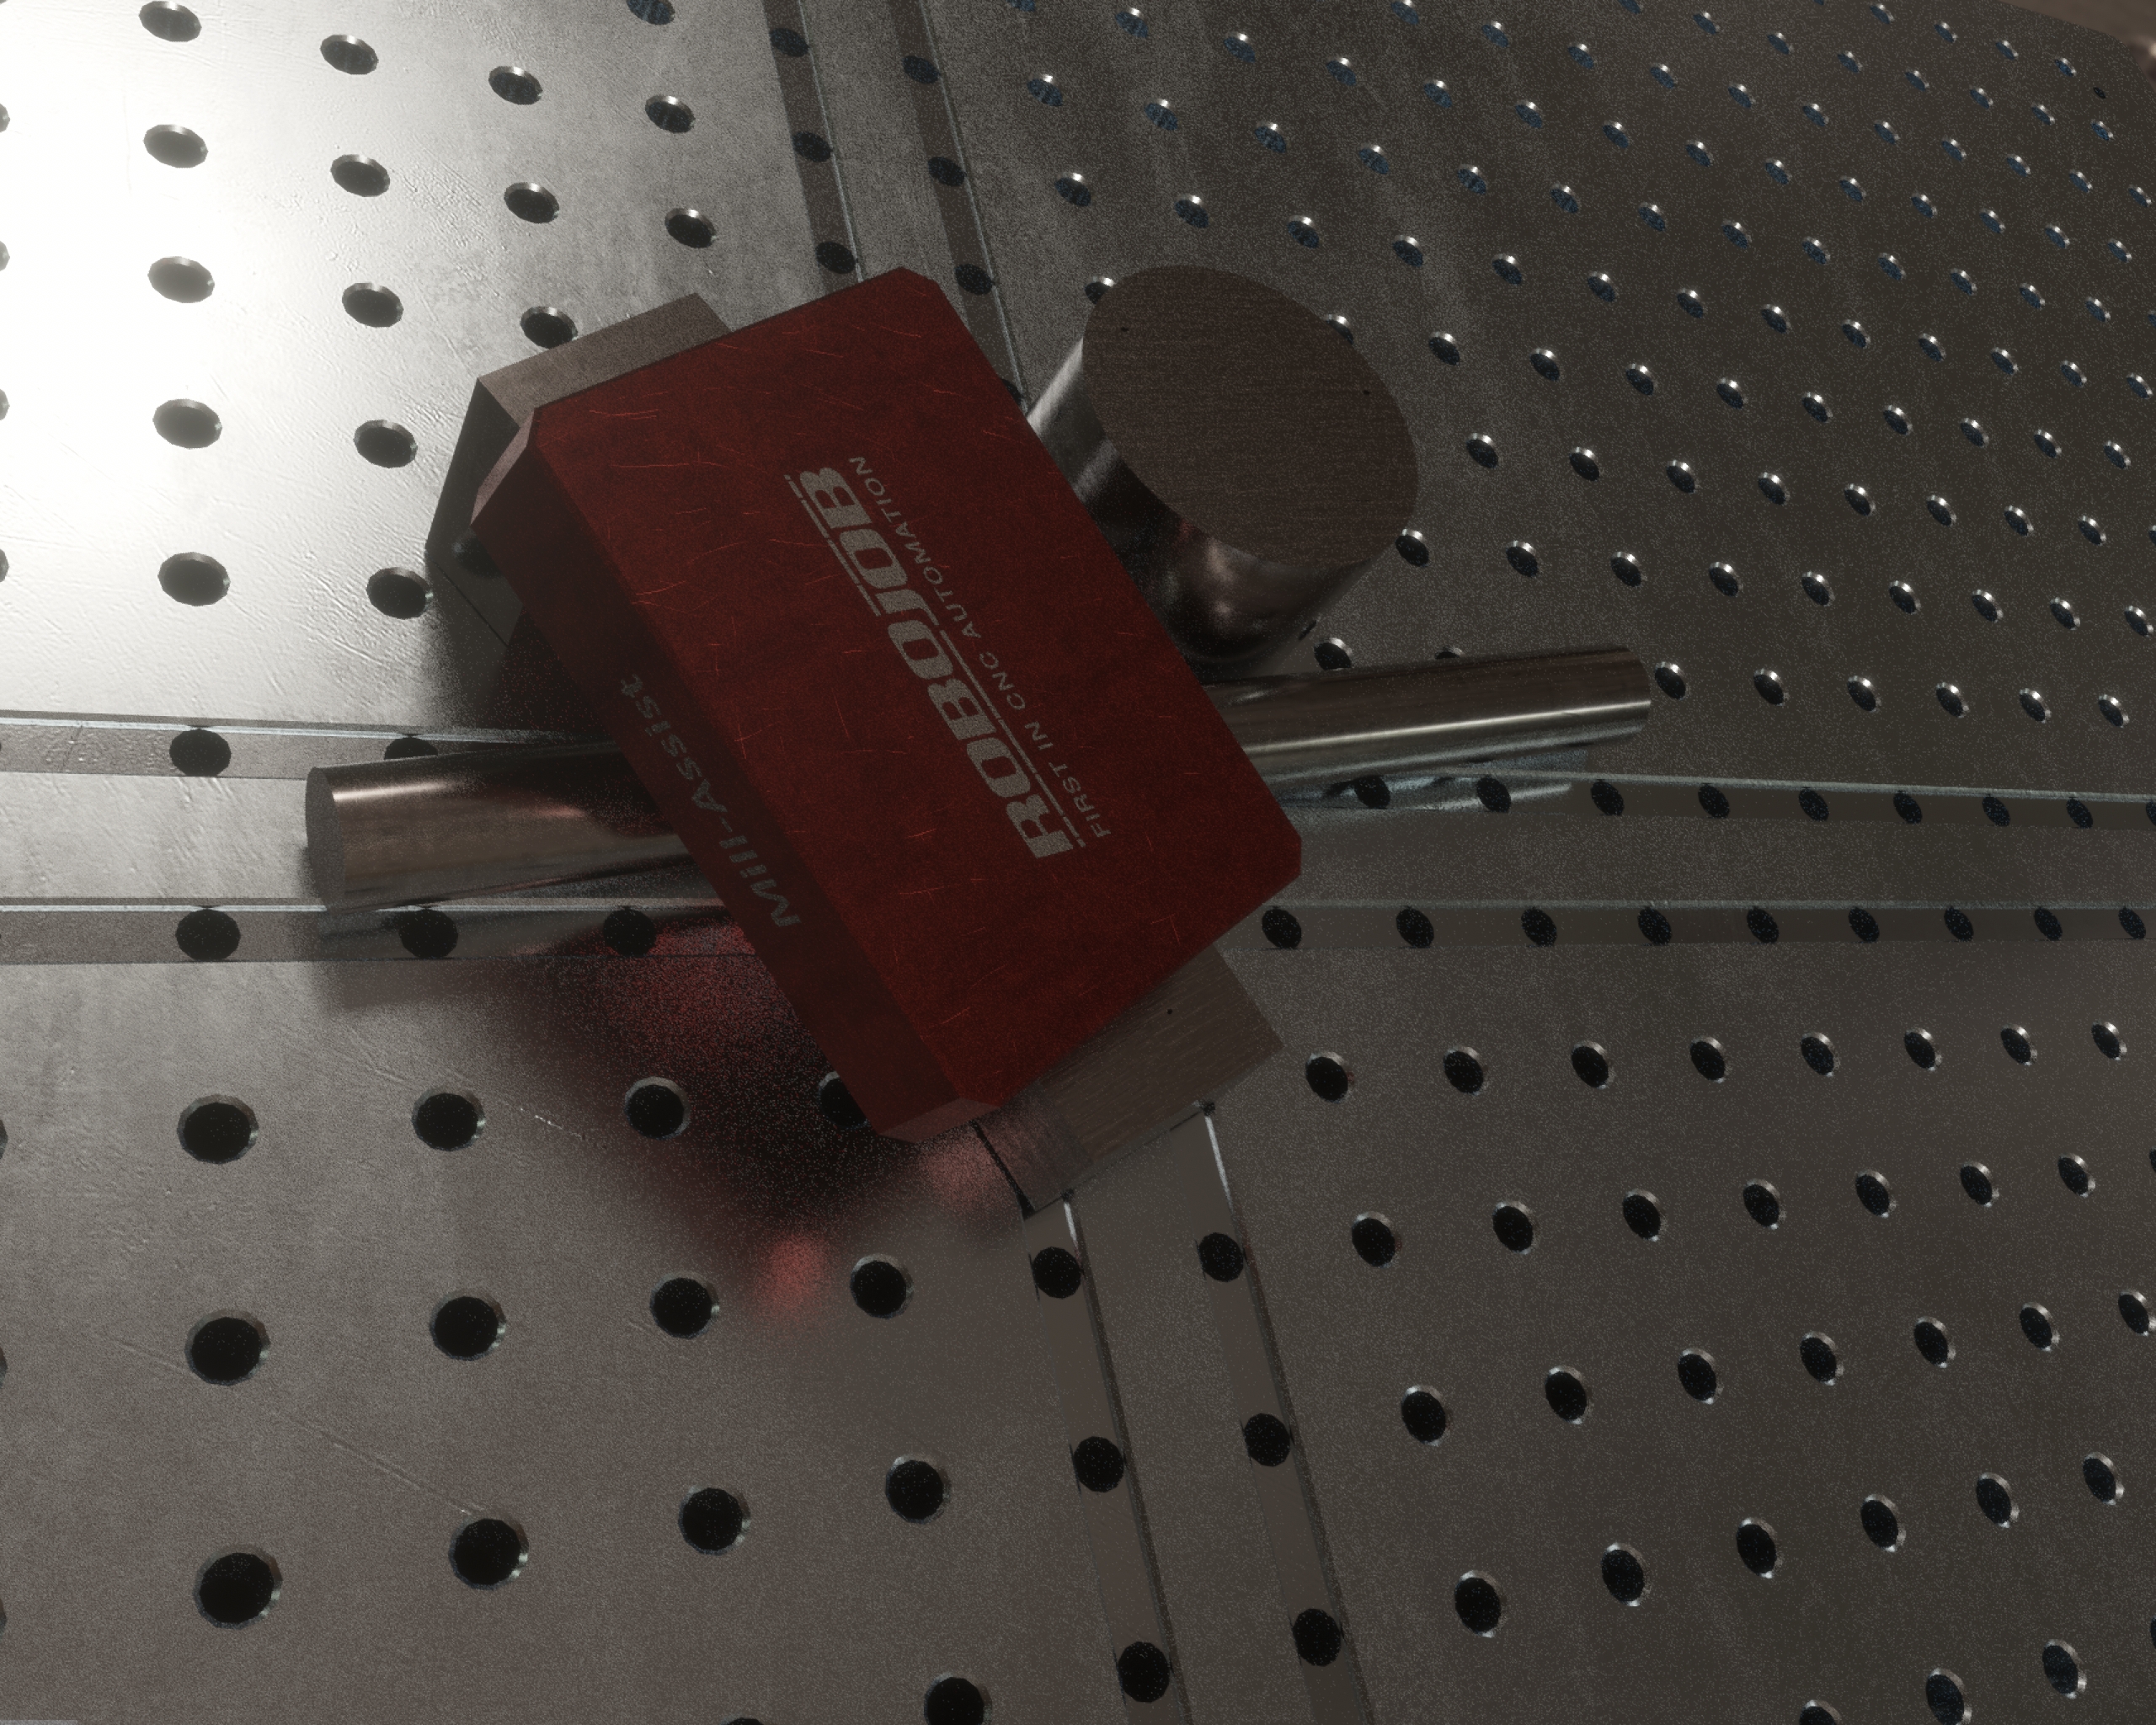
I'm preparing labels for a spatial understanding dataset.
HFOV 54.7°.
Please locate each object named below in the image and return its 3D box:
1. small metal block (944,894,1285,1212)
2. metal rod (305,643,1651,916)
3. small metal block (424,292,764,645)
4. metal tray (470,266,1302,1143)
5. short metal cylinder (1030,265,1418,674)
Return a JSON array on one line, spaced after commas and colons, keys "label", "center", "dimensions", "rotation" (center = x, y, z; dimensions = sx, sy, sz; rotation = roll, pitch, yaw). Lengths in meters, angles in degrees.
[{"label": "small metal block", "center": [0.002, 0.029, 0.391], "dimensions": [0.050, 0.025, 0.050], "rotation": [-26, 76, -37]}, {"label": "metal rod", "center": [0.002, -0.022, 0.425], "dimensions": [0.303, 0.025, 0.025], "rotation": [-8, 66, -32]}, {"label": "small metal block", "center": [-0.089, -0.073, 0.389], "dimensions": [0.025, 0.050, 0.050], "rotation": [49, 51, 6]}, {"label": "metal tray", "center": [-0.029, -0.030, 0.359], "dimensions": [0.091, 0.030, 0.130], "rotation": [-35, 93, -38]}, {"label": "short metal cylinder", "center": [0.027, -0.083, 0.458], "dimensions": [0.081, 0.050, 0.080], "rotation": [14, 56, -21]}]
